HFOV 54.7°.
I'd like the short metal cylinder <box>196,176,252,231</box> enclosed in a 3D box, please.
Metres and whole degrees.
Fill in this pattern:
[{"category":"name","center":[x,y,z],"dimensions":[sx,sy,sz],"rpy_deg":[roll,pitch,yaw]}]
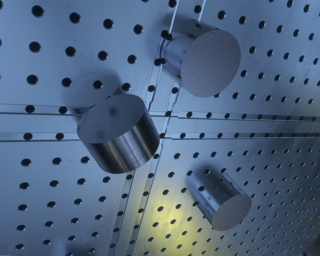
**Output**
[{"category":"short metal cylinder","center":[0.111,0.131,0.540],"dimensions":[0.081,0.050,0.079],"rpy_deg":[-14,125,-21]}]

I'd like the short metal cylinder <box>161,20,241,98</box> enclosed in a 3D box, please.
[{"category":"short metal cylinder","center":[0.048,-0.083,0.372],"dimensions":[0.081,0.050,0.079],"rpy_deg":[-14,124,-21]}]

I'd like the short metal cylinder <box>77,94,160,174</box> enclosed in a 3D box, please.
[{"category":"short metal cylinder","center":[-0.046,0.006,0.355],"dimensions":[0.080,0.080,0.050],"rpy_deg":[-31,129,-9]}]
